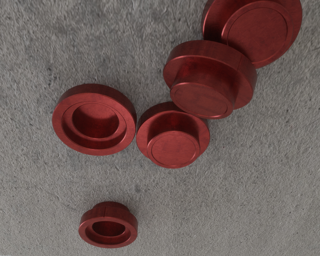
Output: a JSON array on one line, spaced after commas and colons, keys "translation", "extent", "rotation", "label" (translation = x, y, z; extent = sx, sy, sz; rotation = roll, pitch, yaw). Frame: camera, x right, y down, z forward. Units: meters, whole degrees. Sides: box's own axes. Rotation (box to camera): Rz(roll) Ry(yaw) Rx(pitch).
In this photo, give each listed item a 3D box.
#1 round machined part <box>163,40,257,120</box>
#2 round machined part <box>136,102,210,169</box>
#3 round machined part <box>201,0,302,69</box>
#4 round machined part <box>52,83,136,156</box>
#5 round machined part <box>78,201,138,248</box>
[{"translation": [0.049, -0.044, 0.330], "extent": [0.098, 0.042, 0.098], "rotation": [18, 158, 8], "label": "round machined part"}, {"translation": [0.017, 0.016, 0.410], "extent": [0.099, 0.042, 0.097], "rotation": [0, 130, 0], "label": "round machined part"}, {"translation": [0.093, -0.100, 0.312], "extent": [0.099, 0.042, 0.097], "rotation": [0, 130, 0], "label": "round machined part"}, {"translation": [-0.078, -0.014, 0.383], "extent": [0.099, 0.042, 0.097], "rotation": [0, 130, 0], "label": "round machined part"}, {"translation": [-0.087, 0.163, 0.534], "extent": [0.099, 0.042, 0.097], "rotation": [0, 130, 0], "label": "round machined part"}]
